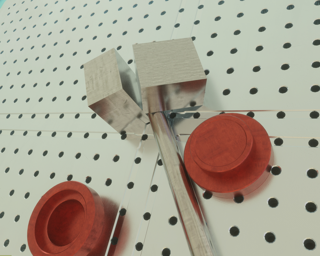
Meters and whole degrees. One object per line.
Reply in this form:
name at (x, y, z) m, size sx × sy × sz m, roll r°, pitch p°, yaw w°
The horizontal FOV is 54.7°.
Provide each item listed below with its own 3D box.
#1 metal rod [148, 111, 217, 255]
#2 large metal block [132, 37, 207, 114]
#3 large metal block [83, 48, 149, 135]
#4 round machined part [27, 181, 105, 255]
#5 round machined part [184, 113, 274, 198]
metal rod at (0.030, 0.085, 0.340) m, size 0.025 × 0.025 × 0.299 m, roll -27°, pitch 52°, yaw 11°
large metal block at (0.010, -0.071, 0.412) m, size 0.081 × 0.050 × 0.080 m, roll -9°, pitch 54°, yaw -6°
large metal block at (-0.059, -0.050, 0.435) m, size 0.050 × 0.080 × 0.080 m, roll -25°, pitch 53°, yaw 13°
round machined part at (-0.110, 0.118, 0.383) m, size 0.098 × 0.042 × 0.098 m, roll -13°, pitch 56°, yaw 21°
round machined part at (0.072, 0.024, 0.345) m, size 0.098 × 0.042 × 0.098 m, roll -13°, pitch 56°, yaw 21°
